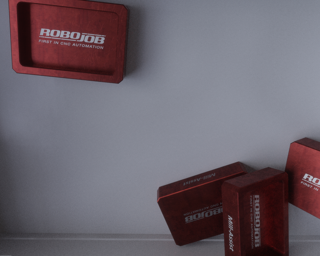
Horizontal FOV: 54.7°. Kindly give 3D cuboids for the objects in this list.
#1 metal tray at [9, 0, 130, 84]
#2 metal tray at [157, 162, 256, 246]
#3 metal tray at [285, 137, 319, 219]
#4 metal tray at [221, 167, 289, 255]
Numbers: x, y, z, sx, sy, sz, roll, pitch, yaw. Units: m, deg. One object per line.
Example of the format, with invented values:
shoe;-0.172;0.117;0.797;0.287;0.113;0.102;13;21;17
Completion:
metal tray;-0.105;-0.106;0.368;0.131;0.030;0.089;6;110;-3
metal tray;0.071;0.112;0.450;0.130;0.030;0.090;-19;109;6
metal tray;0.224;0.075;0.389;0.030;0.130;0.089;-12;115;-36
metal tray;0.129;0.126;0.412;0.091;0.030;0.129;-11;102;-28
